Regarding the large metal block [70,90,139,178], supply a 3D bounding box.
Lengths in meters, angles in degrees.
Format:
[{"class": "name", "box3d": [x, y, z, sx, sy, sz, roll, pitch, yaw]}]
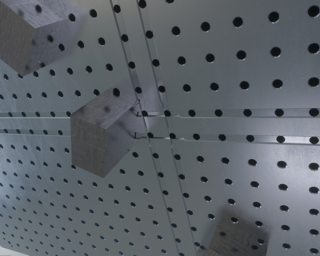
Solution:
[{"class": "large metal block", "box3d": [-0.074, 0.006, 0.419, 0.050, 0.080, 0.079, 21, 126, 16]}]

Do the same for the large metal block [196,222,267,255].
[{"class": "large metal block", "box3d": [0.101, 0.202, 0.467, 0.080, 0.050, 0.079, 29, 128, 9]}]

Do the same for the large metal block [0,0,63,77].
[{"class": "large metal block", "box3d": [-0.188, -0.131, 0.415, 0.080, 0.050, 0.080, 39, 129, 2]}]
